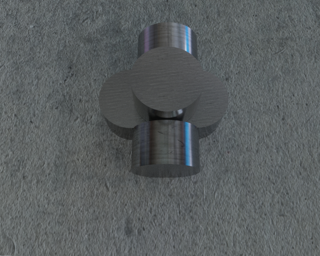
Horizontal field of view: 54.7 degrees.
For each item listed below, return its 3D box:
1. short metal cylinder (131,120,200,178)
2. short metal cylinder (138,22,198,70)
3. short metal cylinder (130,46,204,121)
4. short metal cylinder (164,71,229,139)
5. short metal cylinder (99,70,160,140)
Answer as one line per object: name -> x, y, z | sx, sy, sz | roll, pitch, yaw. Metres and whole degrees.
short metal cylinder -> 0.007, 0.028, 0.371 | 0.081, 0.080, 0.050 | 0, 70, 0
short metal cylinder -> 0.010, -0.095, 0.416 | 0.081, 0.080, 0.050 | 0, 70, -1
short metal cylinder -> 0.008, -0.046, 0.359 | 0.081, 0.050, 0.080 | 0, 70, 0
short metal cylinder -> 0.045, -0.030, 0.407 | 0.081, 0.050, 0.080 | 0, 70, 0
short metal cylinder -> -0.035, -0.029, 0.406 | 0.081, 0.050, 0.080 | 0, 70, 0
